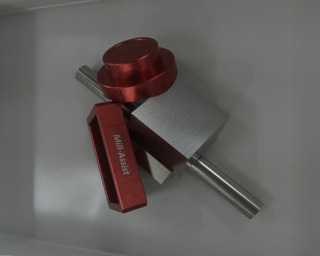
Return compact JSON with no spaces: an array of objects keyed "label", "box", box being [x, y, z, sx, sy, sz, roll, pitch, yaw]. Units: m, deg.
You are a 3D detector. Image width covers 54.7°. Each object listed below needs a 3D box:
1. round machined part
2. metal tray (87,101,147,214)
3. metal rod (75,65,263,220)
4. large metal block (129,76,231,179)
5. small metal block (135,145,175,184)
[{"label":"round machined part","box":[-0.031,-0.077,0.378,0.098,0.098,0.042,-2,130,19]},{"label":"metal tray","box":[-0.059,0.038,0.396,0.030,0.090,0.129,-13,84,-22]},{"label":"metal rod","box":[0.001,0.010,0.408,0.300,0.025,0.025,38,102,15]},{"label":"large metal block","box":[0.021,-0.002,0.366,0.080,0.050,0.080,39,59,15]},{"label":"small metal block","box":[-0.002,0.042,0.395,0.050,0.050,0.025,40,103,15]}]
